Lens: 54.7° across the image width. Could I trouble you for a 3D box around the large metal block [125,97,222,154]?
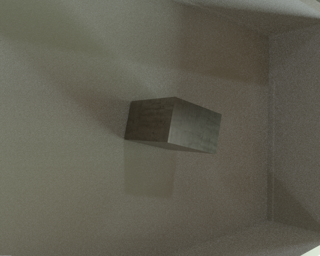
[{"bbox_3d":[0.016,-0.001,0.383,0.081,0.080,0.050,16,80,-39],"label":"large metal block"}]
